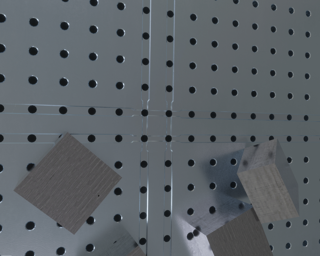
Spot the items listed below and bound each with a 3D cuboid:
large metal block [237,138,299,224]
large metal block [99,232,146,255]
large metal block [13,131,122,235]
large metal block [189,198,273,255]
[{"bbox_3d":[0.153,0.072,0.434,0.080,0.050,0.080,63,29,-10],"label":"large metal block"},{"bbox_3d":[-0.043,0.193,0.383,0.080,0.050,0.080,-36,102,-16],"label":"large metal block"},{"bbox_3d":[-0.105,0.060,0.360,0.080,0.050,0.080,43,76,-15],"label":"large metal block"},{"bbox_3d":[0.100,0.158,0.436,0.080,0.050,0.080,-25,98,-18],"label":"large metal block"}]
